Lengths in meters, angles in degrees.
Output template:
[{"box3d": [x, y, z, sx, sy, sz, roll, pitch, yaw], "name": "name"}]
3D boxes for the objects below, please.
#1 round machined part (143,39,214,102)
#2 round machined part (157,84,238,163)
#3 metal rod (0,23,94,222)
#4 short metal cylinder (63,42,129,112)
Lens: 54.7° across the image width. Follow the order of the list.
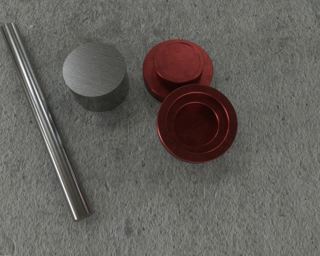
[{"box3d": [0.025, -0.083, 0.430, 0.099, 0.042, 0.098, 0, 70, 0], "name": "round machined part"}, {"box3d": [0.045, -0.003, 0.395, 0.099, 0.042, 0.097, 1, 79, -3], "name": "round machined part"}, {"box3d": [-0.156, -0.020, 0.413, 0.025, 0.025, 0.299, -25, 72, -9], "name": "metal rod"}, {"box3d": [-0.084, -0.068, 0.419, 0.081, 0.050, 0.080, 0, 70, 0], "name": "short metal cylinder"}]
